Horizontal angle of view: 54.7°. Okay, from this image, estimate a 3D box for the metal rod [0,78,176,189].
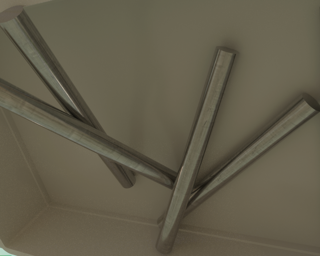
[{"bbox_3d":[-0.071,0.017,0.362,0.301,0.025,0.025,32,136,-33],"label":"metal rod"}]

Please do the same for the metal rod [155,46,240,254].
[{"bbox_3d":[0.038,0.047,0.389,0.025,0.025,0.298,22,118,15],"label":"metal rod"}]

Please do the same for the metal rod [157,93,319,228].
[{"bbox_3d":[0.080,0.064,0.405,0.025,0.025,0.298,40,129,1],"label":"metal rod"}]

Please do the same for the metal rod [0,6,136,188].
[{"bbox_3d":[-0.089,-0.006,0.375,0.025,0.025,0.299,7,146,24],"label":"metal rod"}]
